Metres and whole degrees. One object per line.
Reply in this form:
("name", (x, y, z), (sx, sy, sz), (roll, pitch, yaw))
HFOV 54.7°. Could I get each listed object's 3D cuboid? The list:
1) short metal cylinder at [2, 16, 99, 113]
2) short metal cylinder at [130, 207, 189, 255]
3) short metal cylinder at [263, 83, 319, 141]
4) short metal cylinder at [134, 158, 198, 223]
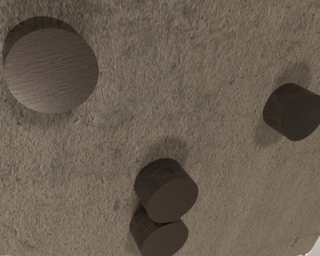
("short metal cylinder", (-0.105, -0.061, 0.296), (0.081, 0.050, 0.079), (-14, 125, -21))
("short metal cylinder", (-0.002, 0.164, 0.493), (0.081, 0.050, 0.079), (-14, 125, -21))
("short metal cylinder", (0.214, -0.026, 0.495), (0.081, 0.050, 0.079), (-14, 125, -21))
("short metal cylinder", (0.009, 0.091, 0.454), (0.081, 0.050, 0.079), (-14, 125, -21))
